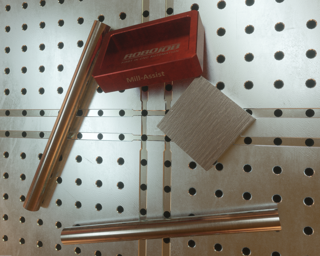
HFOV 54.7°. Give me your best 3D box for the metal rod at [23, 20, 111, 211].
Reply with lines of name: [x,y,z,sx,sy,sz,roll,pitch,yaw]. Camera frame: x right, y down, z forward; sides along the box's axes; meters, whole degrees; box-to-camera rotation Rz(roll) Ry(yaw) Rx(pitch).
metal rod: [-0.140,-0.013,0.460,0.025,0.025,0.298,26,98,17]

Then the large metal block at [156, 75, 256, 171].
large metal block: [0.058,-0.007,0.379,0.080,0.050,0.080,42,103,14]

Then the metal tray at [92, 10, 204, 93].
metal tray: [-0.013,-0.095,0.388,0.130,0.030,0.090,-7,51,19]

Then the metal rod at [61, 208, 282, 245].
metal rod: [0.000,0.134,0.411,0.301,0.025,0.025,-11,87,19]
